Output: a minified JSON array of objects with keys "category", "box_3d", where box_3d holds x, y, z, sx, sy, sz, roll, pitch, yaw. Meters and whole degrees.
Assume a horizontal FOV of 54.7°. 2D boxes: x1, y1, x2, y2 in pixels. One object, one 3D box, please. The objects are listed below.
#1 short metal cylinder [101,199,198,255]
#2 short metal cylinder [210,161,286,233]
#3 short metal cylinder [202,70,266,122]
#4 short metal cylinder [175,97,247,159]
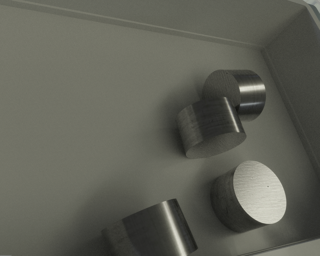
[{"category":"short metal cylinder","box_3d":[-0.010,0.108,0.300,0.081,0.080,0.050,-12,68,-33]},{"category":"short metal cylinder","box_3d":[0.113,0.088,0.398,0.081,0.050,0.080,14,56,-21]},{"category":"short metal cylinder","box_3d":[0.108,-0.046,0.459,0.050,0.080,0.080,-7,65,-32]},{"category":"short metal cylinder","box_3d":[0.066,0.002,0.407,0.081,0.080,0.050,-2,63,-30]}]
